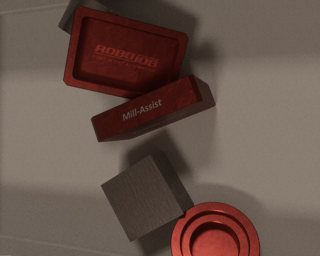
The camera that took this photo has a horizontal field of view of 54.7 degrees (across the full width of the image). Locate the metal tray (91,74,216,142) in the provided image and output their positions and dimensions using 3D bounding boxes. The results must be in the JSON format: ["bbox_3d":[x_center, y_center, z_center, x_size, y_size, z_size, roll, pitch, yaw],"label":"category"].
[{"bbox_3d":[-0.005,-0.020,0.376,0.130,0.090,0.030,-21,83,18],"label":"metal tray"}]

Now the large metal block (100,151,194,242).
[{"bbox_3d":[-0.016,0.087,0.402,0.080,0.050,0.080,-33,79,16],"label":"large metal block"}]

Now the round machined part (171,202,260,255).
[{"bbox_3d":[0.064,0.141,0.362,0.099,0.042,0.098,-5,52,6],"label":"round machined part"}]

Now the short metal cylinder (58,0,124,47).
[{"bbox_3d":[-0.086,-0.136,0.410,0.080,0.080,0.050,34,101,16],"label":"short metal cylinder"}]

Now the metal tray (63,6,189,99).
[{"bbox_3d":[-0.041,-0.083,0.372,0.131,0.030,0.089,12,103,-9],"label":"metal tray"}]
